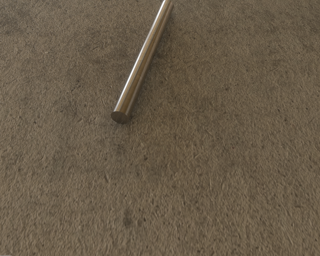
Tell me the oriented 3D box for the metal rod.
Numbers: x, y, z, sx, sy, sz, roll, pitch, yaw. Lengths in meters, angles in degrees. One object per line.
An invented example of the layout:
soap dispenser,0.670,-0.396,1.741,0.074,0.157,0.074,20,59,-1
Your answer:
metal rod,-0.019,-0.126,0.508,0.025,0.025,0.300,10,51,8
